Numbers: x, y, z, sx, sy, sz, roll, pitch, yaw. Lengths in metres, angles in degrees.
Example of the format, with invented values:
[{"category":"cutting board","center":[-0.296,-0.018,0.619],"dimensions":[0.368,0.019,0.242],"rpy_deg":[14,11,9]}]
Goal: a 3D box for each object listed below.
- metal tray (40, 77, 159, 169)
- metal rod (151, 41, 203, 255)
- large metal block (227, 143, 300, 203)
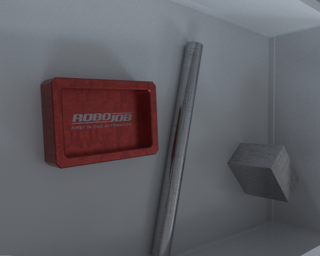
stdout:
[{"category":"metal tray","center":[-0.062,-0.009,0.352],"dimensions":[0.131,0.030,0.089],"rpy_deg":[-5,93,-40]},{"category":"metal rod","center":[0.025,0.025,0.430],"dimensions":[0.025,0.025,0.299],"rpy_deg":[16,80,-39]},{"category":"large metal block","center":[0.174,0.073,0.520],"dimensions":[0.050,0.080,0.080],"rpy_deg":[-50,120,-29]}]
